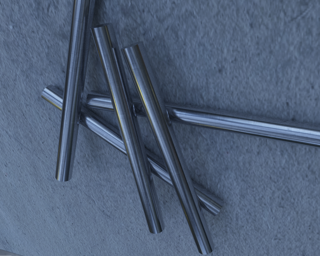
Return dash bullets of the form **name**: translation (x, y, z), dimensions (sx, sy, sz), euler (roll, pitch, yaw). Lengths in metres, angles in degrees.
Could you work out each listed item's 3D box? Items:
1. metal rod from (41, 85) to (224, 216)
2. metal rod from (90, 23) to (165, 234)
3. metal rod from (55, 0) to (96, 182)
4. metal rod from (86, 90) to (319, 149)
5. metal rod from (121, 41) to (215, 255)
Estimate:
- **metal rod**: translation (-0.042, 0.029, 0.445), dimensions (0.301, 0.025, 0.025), euler (34, 129, 5)
- **metal rod**: translation (-0.034, 0.019, 0.401), dimensions (0.025, 0.025, 0.298), euler (2, 119, 27)
- **metal rod**: translation (-0.113, -0.052, 0.407), dimensions (0.025, 0.025, 0.298), euler (23, 119, 14)
- **metal rod**: translation (0.043, -0.014, 0.374), dimensions (0.301, 0.025, 0.025), euler (11, 123, 22)
- **metal rod**: translation (0.018, 0.041, 0.387), dimensions (0.025, 0.025, 0.298), euler (-7, 116, 31)
